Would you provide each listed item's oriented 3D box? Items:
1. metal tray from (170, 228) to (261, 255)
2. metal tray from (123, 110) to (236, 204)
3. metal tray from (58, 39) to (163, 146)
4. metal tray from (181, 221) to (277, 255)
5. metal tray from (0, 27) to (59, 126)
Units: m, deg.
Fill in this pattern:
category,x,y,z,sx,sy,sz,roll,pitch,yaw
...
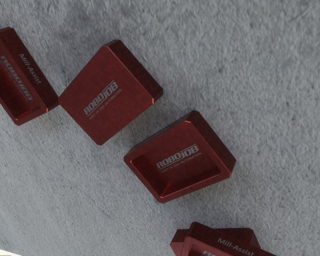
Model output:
category,x,y,z,sx,sy,sz,roll,pitch,yaw
metal tray,0.091,0.199,0.478,0.130,0.030,0.090,-14,112,33
metal tray,0.023,0.044,0.417,0.130,0.030,0.090,-32,101,38
metal tray,-0.070,-0.042,0.413,0.090,0.030,0.130,49,128,-7
metal tray,0.094,0.194,0.433,0.130,0.030,0.089,19,126,16
metal tray,-0.222,-0.074,0.471,0.090,0.030,0.130,-18,109,35
